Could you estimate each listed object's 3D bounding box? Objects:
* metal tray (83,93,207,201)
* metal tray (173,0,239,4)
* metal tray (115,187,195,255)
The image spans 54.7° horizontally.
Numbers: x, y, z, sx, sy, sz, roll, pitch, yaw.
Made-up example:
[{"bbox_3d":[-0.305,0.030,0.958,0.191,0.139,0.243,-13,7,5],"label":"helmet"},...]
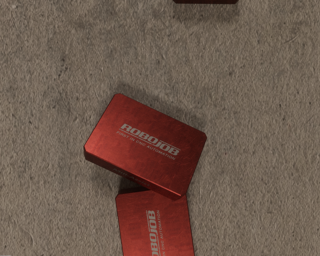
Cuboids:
[{"bbox_3d":[-0.017,0.022,0.388,0.131,0.030,0.090,25,62,-1],"label":"metal tray"},{"bbox_3d":[0.062,-0.234,0.408,0.091,0.030,0.129,0,90,-1],"label":"metal tray"},{"bbox_3d":[-0.004,0.142,0.408,0.091,0.030,0.129,-8,90,-1],"label":"metal tray"}]
